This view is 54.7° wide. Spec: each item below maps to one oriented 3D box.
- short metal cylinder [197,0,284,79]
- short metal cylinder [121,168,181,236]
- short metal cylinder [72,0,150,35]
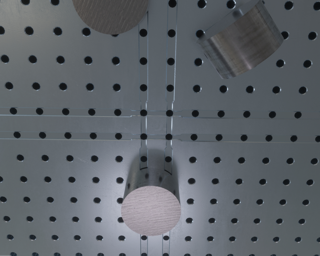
[{"bbox_3d":[0.089,-0.099,0.348,0.080,0.080,0.050,-35,107,12],"label":"short metal cylinder"},{"bbox_3d":[-0.012,0.104,0.438,0.081,0.050,0.079,0,110,0],"label":"short metal cylinder"},{"bbox_3d":[-0.052,-0.147,0.345,0.081,0.050,0.079,0,110,0],"label":"short metal cylinder"}]
